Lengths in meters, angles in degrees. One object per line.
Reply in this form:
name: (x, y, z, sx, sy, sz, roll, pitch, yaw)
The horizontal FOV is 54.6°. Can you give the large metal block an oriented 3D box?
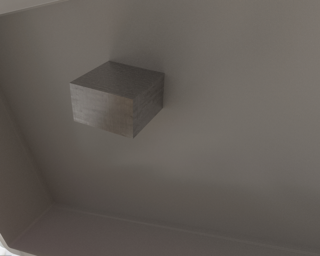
large metal block: (-0.049, -0.038, 0.376, 0.080, 0.080, 0.050, 16, 125, 19)
